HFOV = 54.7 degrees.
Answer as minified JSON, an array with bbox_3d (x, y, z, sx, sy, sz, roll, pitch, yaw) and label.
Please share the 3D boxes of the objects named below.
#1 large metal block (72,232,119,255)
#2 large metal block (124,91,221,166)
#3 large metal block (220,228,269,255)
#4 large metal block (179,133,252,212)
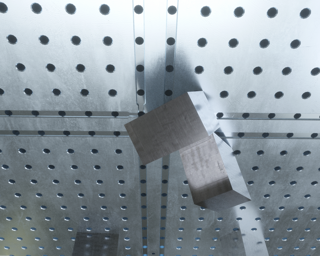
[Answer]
[{"bbox_3d":[-0.124,0.250,0.606,0.081,0.050,0.079,4,130,-4],"label":"large metal block"},{"bbox_3d":[0.018,-0.003,0.365,0.080,0.080,0.050,-26,88,20],"label":"large metal block"},{"bbox_3d":[0.167,0.251,0.593,0.080,0.080,0.050,34,122,-26],"label":"large metal block"},{"bbox_3d":[0.073,0.060,0.412,0.050,0.080,0.080,-27,148,20],"label":"large metal block"}]
